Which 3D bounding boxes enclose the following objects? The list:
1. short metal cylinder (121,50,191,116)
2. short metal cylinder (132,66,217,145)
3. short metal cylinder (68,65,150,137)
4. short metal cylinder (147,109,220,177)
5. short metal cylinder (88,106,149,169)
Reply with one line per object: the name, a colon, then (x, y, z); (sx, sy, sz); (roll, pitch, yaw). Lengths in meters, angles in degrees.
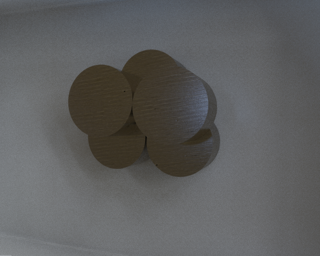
short metal cylinder: (-0.005, -0.055, 0.397); (0.080, 0.050, 0.080); (0, 90, 20)
short metal cylinder: (0.017, -0.023, 0.335); (0.080, 0.050, 0.080); (0, 90, 20)
short metal cylinder: (-0.058, -0.030, 0.363); (0.080, 0.050, 0.080); (0, 90, 20)
short metal cylinder: (0.030, 0.017, 0.385); (0.080, 0.050, 0.080); (0, 90, 20)
short metal cylinder: (-0.047, 0.011, 0.412); (0.080, 0.050, 0.080); (0, 90, 20)
